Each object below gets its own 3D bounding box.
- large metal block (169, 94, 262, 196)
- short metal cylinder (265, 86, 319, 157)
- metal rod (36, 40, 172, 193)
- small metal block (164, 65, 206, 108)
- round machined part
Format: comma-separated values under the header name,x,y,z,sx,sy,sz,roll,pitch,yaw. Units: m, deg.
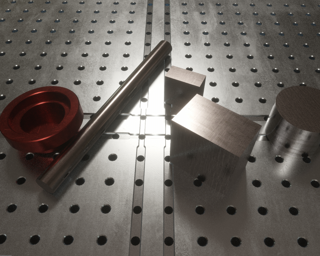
name,x,y,z,sx,sy,sz,roll,pitch,yaw
large metal block,0.059,0.020,0.356,0.080,0.080,0.050,30,56,22
short metal cylinder,0.184,-0.009,0.402,0.081,0.050,0.080,0,50,0
metal rod,-0.060,-0.035,0.436,0.025,0.025,0.301,22,53,17
small metal block,0.035,-0.055,0.438,0.050,0.050,0.025,20,53,16
round machined part,-0.146,-0.006,0.396,0.099,0.042,0.098,-3,47,4
